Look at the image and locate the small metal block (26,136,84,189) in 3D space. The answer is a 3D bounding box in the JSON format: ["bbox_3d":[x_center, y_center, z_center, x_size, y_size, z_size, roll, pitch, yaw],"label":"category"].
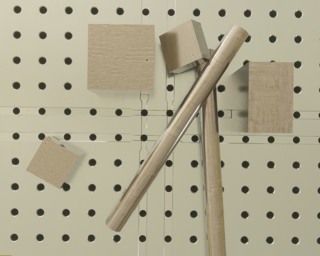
[{"bbox_3d":[-0.139,0.045,0.412,0.050,0.025,0.050,30,90,0],"label":"small metal block"}]

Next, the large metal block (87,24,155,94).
[{"bbox_3d":[-0.047,-0.086,0.400,0.081,0.050,0.080,1,90,0],"label":"large metal block"}]

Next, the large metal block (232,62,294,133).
[{"bbox_3d":[0.124,-0.034,0.387,0.050,0.080,0.080,1,90,0],"label":"large metal block"}]

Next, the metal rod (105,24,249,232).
[{"bbox_3d":[0.018,0.005,0.396,0.025,0.025,0.299,33,97,0],"label":"metal rod"}]

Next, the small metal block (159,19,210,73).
[{"bbox_3d":[0.032,-0.104,0.399,0.050,0.025,0.050,-18,85,34],"label":"small metal block"}]

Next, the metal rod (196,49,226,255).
[{"bbox_3d":[0.068,0.046,0.413,0.025,0.025,0.298,-3,90,0],"label":"metal rod"}]
